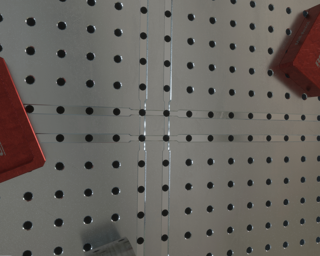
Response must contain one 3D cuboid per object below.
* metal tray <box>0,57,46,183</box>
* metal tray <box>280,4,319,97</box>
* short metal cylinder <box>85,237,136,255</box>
[{"bbox_3d":[-0.193,-0.003,0.338,0.091,0.030,0.129,-22,98,-19],"label":"metal tray"},{"bbox_3d":[0.264,-0.128,0.510,0.090,0.030,0.130,35,79,-17],"label":"metal tray"},{"bbox_3d":[-0.053,0.177,0.365,0.050,0.080,0.080,-15,96,-20],"label":"short metal cylinder"}]
